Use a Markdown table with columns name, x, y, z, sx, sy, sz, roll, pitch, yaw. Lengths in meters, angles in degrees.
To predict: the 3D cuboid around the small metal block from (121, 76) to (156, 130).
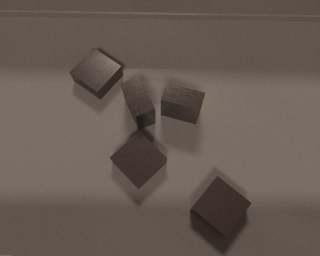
| name | x | y | z | sx | sy | sz | roll | pitch | yaw |
| --- | --- | --- | --- | --- | --- | --- | --- | --- | --- |
| small metal block | -0.028 | -0.032 | 0.408 | 0.025 | 0.050 | 0.050 | -23 | 72 | -8 |

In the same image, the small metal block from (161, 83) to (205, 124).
| name | x | y | z | sx | sy | sz | roll | pitch | yaw |
| --- | --- | --- | --- | --- | --- | --- | --- | --- | --- |
| small metal block | 0.029 | -0.031 | 0.408 | 0.050 | 0.050 | 0.025 | 15 | 71 | 5 |

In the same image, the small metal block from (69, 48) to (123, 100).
| name | x | y | z | sx | sy | sz | roll | pitch | yaw |
| --- | --- | --- | --- | --- | --- | --- | --- | --- | --- |
| small metal block | -0.089 | -0.077 | 0.437 | 0.050 | 0.025 | 0.050 | 35 | 73 | 11 |

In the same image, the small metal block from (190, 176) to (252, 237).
| name | x | y | z | sx | sy | sz | roll | pitch | yaw |
| --- | --- | --- | --- | --- | --- | --- | --- | --- | --- |
| small metal block | 0.073 | 0.096 | 0.376 | 0.050 | 0.025 | 0.050 | 39 | 74 | 12 |

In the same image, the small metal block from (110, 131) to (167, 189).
| name | x | y | z | sx | sy | sz | roll | pitch | yaw |
| --- | --- | --- | --- | --- | --- | --- | --- | --- | --- |
| small metal block | -0.027 | 0.041 | 0.394 | 0.050 | 0.025 | 0.050 | -43 | 76 | -14 |
